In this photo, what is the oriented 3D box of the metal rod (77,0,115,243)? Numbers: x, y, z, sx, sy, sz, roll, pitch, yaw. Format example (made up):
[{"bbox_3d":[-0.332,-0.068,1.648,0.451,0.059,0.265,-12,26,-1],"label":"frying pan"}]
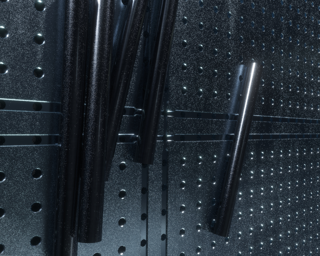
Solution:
[{"bbox_3d":[-0.067,-0.033,0.337,0.025,0.025,0.298,9,80,-40],"label":"metal rod"}]

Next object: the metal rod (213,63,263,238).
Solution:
[{"bbox_3d":[0.134,0.030,0.524,0.025,0.025,0.299,25,74,-38],"label":"metal rod"}]

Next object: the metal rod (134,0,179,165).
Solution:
[{"bbox_3d":[0.002,-0.101,0.412,0.025,0.025,0.298,15,81,-39],"label":"metal rod"}]

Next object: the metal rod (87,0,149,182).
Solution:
[{"bbox_3d":[-0.042,-0.086,0.375,0.025,0.025,0.299,19,78,-39],"label":"metal rod"}]

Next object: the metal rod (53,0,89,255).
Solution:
[{"bbox_3d":[-0.095,0.000,0.330,0.025,0.025,0.298,4,88,-40],"label":"metal rod"}]
